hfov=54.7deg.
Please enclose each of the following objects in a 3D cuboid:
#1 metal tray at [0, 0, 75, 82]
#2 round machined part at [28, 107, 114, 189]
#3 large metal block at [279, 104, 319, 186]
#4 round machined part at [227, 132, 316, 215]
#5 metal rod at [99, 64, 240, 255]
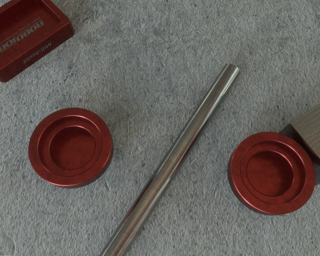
[{"bbox_3d":[-0.205,-0.139,0.453,0.130,0.030,0.090,-41,75,-14],"label":"metal tray"},{"bbox_3d":[-0.107,0.027,0.388,0.099,0.042,0.098,0,70,-1],"label":"round machined part"},{"bbox_3d":[0.212,0.014,0.392,0.080,0.050,0.080,-31,73,-11],"label":"large metal block"},{"bbox_3d":[0.132,0.057,0.380,0.099,0.042,0.098,0,70,-1],"label":"round machined part"},{"bbox_3d":[0.021,0.036,0.395,0.025,0.025,0.300,31,73,10],"label":"metal rod"}]
